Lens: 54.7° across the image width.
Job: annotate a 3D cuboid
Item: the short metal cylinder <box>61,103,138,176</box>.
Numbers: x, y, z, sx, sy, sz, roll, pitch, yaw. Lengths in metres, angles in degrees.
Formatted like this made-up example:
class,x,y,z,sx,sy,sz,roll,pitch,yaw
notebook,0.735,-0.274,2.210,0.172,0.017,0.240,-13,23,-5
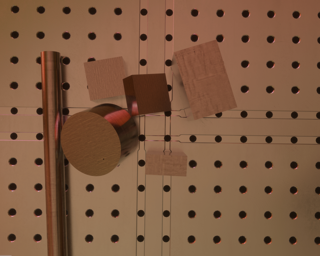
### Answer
class,x,y,z,sx,sy,sz,roll,pitch,yaw
short metal cylinder,-0.074,0.013,0.386,0.080,0.050,0.079,5,107,18

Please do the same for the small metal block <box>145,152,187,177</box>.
class,x,y,z,sx,sy,sz,roll,pitch,yaw
small metal block,0.007,0.045,0.401,0.050,0.050,0.025,3,90,-1

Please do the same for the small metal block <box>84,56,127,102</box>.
class,x,y,z,sx,sy,sz,roll,pitch,yaw
small metal block,-0.070,-0.064,0.412,0.050,0.025,0.050,-10,90,-1

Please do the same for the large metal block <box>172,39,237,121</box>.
class,x,y,z,sx,sy,sz,roll,pitch,yaw
large metal block,0.051,-0.054,0.387,0.050,0.080,0.080,-17,90,0

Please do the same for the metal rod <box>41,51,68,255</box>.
class,x,y,z,sx,sy,sz,roll,pitch,yaw
metal rod,-0.140,0.050,0.411,0.025,0.025,0.298,-2,90,-1

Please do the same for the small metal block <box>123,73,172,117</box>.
class,x,y,z,sx,sy,sz,roll,pitch,yaw
small metal block,-0.016,-0.043,0.401,0.050,0.025,0.050,-10,90,-34
